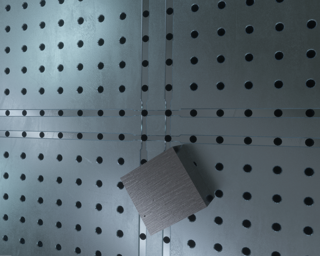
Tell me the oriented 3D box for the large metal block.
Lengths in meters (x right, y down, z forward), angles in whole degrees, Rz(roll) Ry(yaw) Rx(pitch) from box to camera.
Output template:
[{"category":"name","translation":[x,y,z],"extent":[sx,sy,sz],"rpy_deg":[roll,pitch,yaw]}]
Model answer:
[{"category":"large metal block","translation":[0.010,0.076,0.395],"extent":[0.080,0.050,0.080],"rpy_deg":[-33,80,17]}]
